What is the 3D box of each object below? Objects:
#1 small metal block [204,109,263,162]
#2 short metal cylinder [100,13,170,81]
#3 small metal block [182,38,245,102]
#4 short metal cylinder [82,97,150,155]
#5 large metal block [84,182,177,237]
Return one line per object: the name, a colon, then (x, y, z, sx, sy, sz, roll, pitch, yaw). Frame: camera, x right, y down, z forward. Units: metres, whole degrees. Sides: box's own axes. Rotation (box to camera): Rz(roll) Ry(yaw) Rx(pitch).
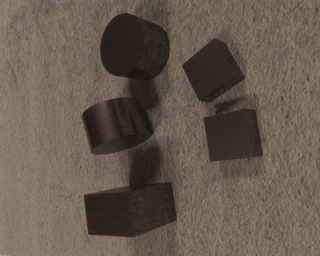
small metal block: (0.079, 0.009, 0.338, 0.050, 0.025, 0.050, -12, 82, 39)
short metal cylinder: (-0.034, -0.106, 0.415, 0.080, 0.050, 0.079, 0, 90, 39)
small metal block: (0.060, -0.064, 0.354, 0.050, 0.025, 0.050, -36, 68, 34)
short metal cylinder: (-0.059, -0.001, 0.416, 0.080, 0.081, 0.050, -29, 72, 36)
large metal block: (-0.038, 0.102, 0.398, 0.080, 0.081, 0.050, -13, 82, 39)
